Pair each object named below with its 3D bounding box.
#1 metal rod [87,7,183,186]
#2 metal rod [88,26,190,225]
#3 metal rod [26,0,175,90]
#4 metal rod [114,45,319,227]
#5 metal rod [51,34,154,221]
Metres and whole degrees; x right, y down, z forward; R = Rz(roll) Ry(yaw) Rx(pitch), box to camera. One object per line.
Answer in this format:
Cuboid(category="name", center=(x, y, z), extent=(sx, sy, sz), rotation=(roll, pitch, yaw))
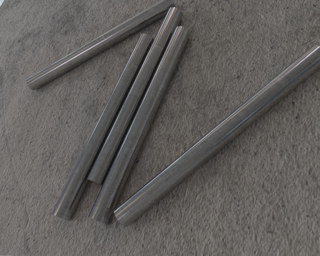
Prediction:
Cuboid(category="metal rod", center=(-0.029, -0.058, 0.454), extent=(0.025, 0.025, 0.300), rotation=(10, 66, 32))
Cuboid(category="metal rod", center=(-0.020, -0.018, 0.425), extent=(0.025, 0.025, 0.300), rotation=(10, 66, 32))
Cuboid(category="metal rod", center=(-0.110, -0.147, 0.551), extent=(0.300, 0.025, 0.025), rotation=(-26, 53, 11))
Cuboid(category="metal rod", center=(0.070, 0.010, 0.361), extent=(0.300, 0.025, 0.025), rotation=(-40, 51, 1))
Cuboid(category="metal rod", center=(-0.075, -0.014, 0.451), extent=(0.025, 0.025, 0.300), rotation=(9, 66, 32))
